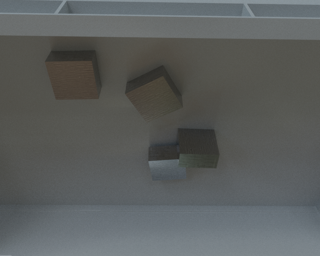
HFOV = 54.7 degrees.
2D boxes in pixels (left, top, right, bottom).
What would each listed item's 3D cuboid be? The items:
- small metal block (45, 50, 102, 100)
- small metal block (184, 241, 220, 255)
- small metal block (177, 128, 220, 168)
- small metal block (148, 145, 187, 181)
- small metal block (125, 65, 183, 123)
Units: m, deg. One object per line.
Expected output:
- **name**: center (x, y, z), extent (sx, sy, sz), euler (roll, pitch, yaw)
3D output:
- **small metal block**: center (-0.098, -0.060, 0.357), extent (0.050, 0.025, 0.050), euler (-1, 130, 0)
- **small metal block**: center (0.087, 0.263, 0.636), extent (0.050, 0.025, 0.050), euler (35, 122, -26)
- **small metal block**: center (0.049, 0.027, 0.416), extent (0.050, 0.050, 0.025), euler (2, 130, -2)
- **small metal block**: center (0.011, 0.051, 0.448), extent (0.050, 0.025, 0.050), euler (-4, 138, 4)
- **small metal block**: center (-0.006, -0.040, 0.375), extent (0.050, 0.025, 0.050), euler (-23, 127, 18)
